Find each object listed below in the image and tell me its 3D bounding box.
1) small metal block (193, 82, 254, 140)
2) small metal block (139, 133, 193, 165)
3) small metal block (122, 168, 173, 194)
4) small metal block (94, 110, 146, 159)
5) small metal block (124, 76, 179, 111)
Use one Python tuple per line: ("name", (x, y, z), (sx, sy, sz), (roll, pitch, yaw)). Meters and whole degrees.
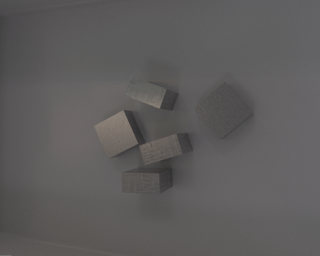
("small metal block", (0.079, -0.020, 0.383), (0.050, 0.025, 0.050), (-42, 77, 15))
("small metal block", (0.009, 0.026, 0.394), (0.050, 0.050, 0.025), (-19, 84, 19))
("small metal block", (-0.016, 0.067, 0.403), (0.050, 0.050, 0.025), (-2, 90, 20))
("small metal block", (-0.056, 0.009, 0.430), (0.050, 0.025, 0.050), (-27, 81, 18))
("small metal block", (-0.010, -0.044, 0.401), (0.050, 0.050, 0.025), (22, 98, 18))
